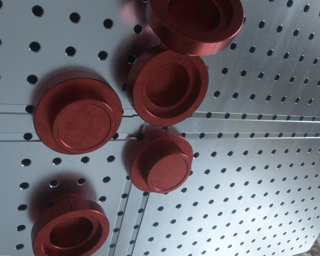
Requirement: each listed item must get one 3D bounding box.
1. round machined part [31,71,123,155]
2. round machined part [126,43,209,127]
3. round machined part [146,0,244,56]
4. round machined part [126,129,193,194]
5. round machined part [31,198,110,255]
[{"bbox_3d":[-0.089,-0.010,0.347,0.099,0.042,0.097,-14,125,-21],"label":"round machined part"},{"bbox_3d":[0.006,-0.054,0.371,0.099,0.042,0.097,-14,125,-21],"label":"round machined part"},{"bbox_3d":[0.033,-0.115,0.325,0.099,0.098,0.042,-16,161,-20],"label":"round machined part"},{"bbox_3d":[0.005,0.053,0.438,0.099,0.042,0.097,-14,125,-21],"label":"round machined part"},{"bbox_3d":[-0.121,0.134,0.418,0.099,0.042,0.097,-14,125,-21],"label":"round machined part"}]
